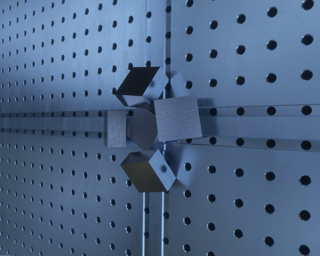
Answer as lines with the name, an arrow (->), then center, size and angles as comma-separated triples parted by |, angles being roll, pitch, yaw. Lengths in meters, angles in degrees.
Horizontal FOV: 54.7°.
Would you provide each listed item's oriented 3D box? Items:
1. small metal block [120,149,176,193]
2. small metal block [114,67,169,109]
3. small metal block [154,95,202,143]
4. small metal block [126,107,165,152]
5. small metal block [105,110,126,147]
small metal block -> -0.015, 0.057, 0.404 | 0.050, 0.025, 0.050 | -11, 119, 39
small metal block -> -0.024, -0.054, 0.411 | 0.050, 0.025, 0.050 | 8, 59, 39
small metal block -> 0.022, -0.010, 0.374 | 0.050, 0.025, 0.050 | -8, 84, 4
small metal block -> -0.014, 0.000, 0.419 | 0.050, 0.025, 0.050 | 38, 113, 33
small metal block -> -0.065, 0.001, 0.446 | 0.050, 0.025, 0.050 | 180, 90, -74
